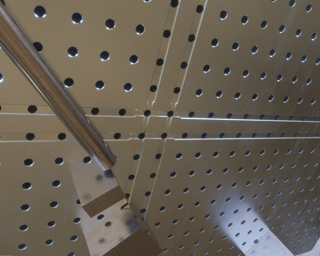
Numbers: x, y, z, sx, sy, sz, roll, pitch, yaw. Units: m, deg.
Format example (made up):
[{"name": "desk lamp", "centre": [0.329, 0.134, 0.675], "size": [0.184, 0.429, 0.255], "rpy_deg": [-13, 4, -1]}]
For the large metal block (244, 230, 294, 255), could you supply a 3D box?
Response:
[{"name": "large metal block", "centre": [0.252, 0.293, 0.695], "size": [0.080, 0.080, 0.050], "rpy_deg": [-42, 130, 0]}]

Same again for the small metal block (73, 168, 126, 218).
[{"name": "small metal block", "centre": [-0.079, 0.079, 0.401], "size": [0.050, 0.050, 0.025], "rpy_deg": [-29, 128, -10]}]

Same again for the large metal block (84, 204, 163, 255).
[{"name": "large metal block", "centre": [-0.054, 0.177, 0.475], "size": [0.080, 0.050, 0.080], "rpy_deg": [-35, 129, -5]}]

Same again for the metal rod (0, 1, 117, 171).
[{"name": "metal rod", "centre": [-0.123, -0.057, 0.308], "size": [0.025, 0.025, 0.299], "rpy_deg": [-34, 129, -6]}]
